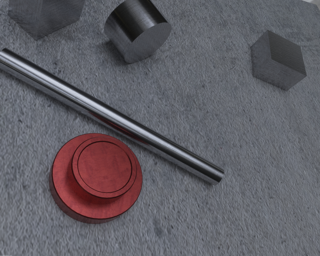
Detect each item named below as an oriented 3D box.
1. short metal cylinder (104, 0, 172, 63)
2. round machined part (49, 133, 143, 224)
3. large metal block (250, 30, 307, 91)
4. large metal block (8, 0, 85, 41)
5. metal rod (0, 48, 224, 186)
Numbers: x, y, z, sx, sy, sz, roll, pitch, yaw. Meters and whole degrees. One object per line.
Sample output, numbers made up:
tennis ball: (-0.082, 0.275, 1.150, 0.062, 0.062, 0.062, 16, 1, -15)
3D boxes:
short metal cylinder: (-0.031, -0.138, 0.437, 0.081, 0.080, 0.050, -29, 78, -38)
round machined part: (-0.064, 0.048, 0.330, 0.099, 0.042, 0.098, 14, 56, -21)
large metal block: (0.223, -0.128, 0.589, 0.081, 0.050, 0.080, 19, 54, -17)
large metal block: (-0.141, -0.171, 0.398, 0.050, 0.080, 0.080, 43, 51, 1)
metal rod: (-0.053, -0.008, 0.381, 0.301, 0.025, 0.025, 29, 52, -10)
